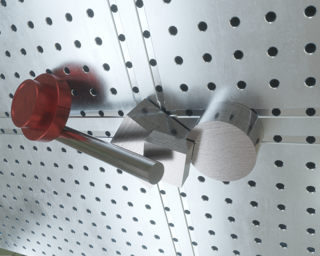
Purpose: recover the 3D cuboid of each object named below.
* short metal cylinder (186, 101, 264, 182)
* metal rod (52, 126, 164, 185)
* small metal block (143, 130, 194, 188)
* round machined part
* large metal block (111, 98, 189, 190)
[{"bbox_3d":[0.076,0.015,0.363,0.080,0.050,0.079,13,124,20],"label":"short metal cylinder"},{"bbox_3d":[-0.115,0.015,0.423,0.300,0.025,0.025,16,127,39],"label":"metal rod"},{"bbox_3d":[0.009,0.036,0.360,0.050,0.025,0.050,17,125,18],"label":"small metal block"},{"bbox_3d":[-0.172,-0.031,0.435,0.098,0.042,0.098,-9,74,37],"label":"round machined part"},{"bbox_3d":[-0.016,0.022,0.413,0.080,0.050,0.080,37,129,2],"label":"large metal block"}]
